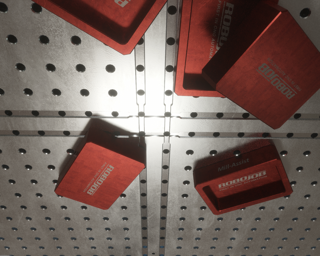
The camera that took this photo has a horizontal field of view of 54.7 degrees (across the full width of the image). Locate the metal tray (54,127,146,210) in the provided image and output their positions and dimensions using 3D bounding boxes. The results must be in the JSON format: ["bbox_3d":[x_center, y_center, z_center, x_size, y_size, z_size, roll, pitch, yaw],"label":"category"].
[{"bbox_3d":[-0.090,0.066,0.463,0.090,0.030,0.129,25,126,-21],"label":"metal tray"}]

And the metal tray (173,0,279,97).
[{"bbox_3d":[0.064,-0.094,0.328,0.091,0.030,0.129,2,130,-2],"label":"metal tray"}]

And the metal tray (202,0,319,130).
[{"bbox_3d":[0.116,-0.057,0.324,0.131,0.030,0.090,24,114,-41],"label":"metal tray"}]

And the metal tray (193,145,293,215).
[{"bbox_3d":[0.128,0.085,0.482,0.130,0.030,0.090,-22,127,17],"label":"metal tray"}]

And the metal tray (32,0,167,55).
[{"bbox_3d":[-0.062,-0.139,0.288,0.131,0.030,0.090,28,125,-22],"label":"metal tray"}]
